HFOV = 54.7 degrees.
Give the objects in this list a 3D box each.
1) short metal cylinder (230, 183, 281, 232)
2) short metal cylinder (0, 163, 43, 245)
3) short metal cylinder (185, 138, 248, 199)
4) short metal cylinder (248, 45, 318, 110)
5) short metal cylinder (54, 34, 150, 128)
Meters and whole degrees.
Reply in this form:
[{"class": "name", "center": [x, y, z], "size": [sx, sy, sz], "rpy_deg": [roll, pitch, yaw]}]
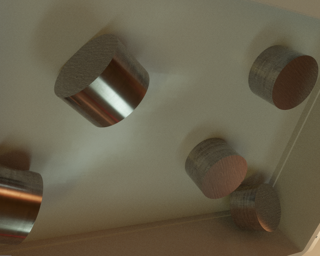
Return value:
[{"class": "short metal cylinder", "center": [0.168, 0.139, 0.544], "size": [0.081, 0.050, 0.080], "rpy_deg": [13, 69, -39]}, {"class": "short metal cylinder", "center": [-0.169, 0.080, 0.331], "size": [0.050, 0.080, 0.080], "rpy_deg": [26, 104, -37]}, {"class": "short metal cylinder", "center": [0.086, 0.062, 0.478], "size": [0.081, 0.050, 0.079], "rpy_deg": [-14, 124, -21]}, {"class": "short metal cylinder", "center": [0.175, -0.072, 0.443], "size": [0.081, 0.050, 0.079], "rpy_deg": [-14, 124, -21]}, {"class": "short metal cylinder", "center": [-0.058, -0.047, 0.312], "size": [0.080, 0.080, 0.050], "rpy_deg": [-43, 130, 2]}]
